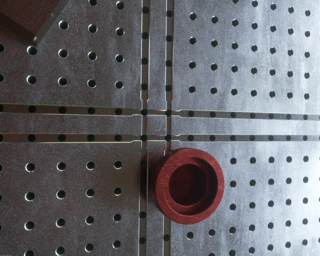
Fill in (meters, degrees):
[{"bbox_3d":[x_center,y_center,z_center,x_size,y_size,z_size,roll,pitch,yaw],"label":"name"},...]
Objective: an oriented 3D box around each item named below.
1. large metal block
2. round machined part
[{"bbox_3d":[-0.152,-0.152,0.343,0.080,0.050,0.080,33,79,-17],"label":"large metal block"},{"bbox_3d":[0.033,0.075,0.416,0.099,0.042,0.097,0,90,-20],"label":"round machined part"}]
